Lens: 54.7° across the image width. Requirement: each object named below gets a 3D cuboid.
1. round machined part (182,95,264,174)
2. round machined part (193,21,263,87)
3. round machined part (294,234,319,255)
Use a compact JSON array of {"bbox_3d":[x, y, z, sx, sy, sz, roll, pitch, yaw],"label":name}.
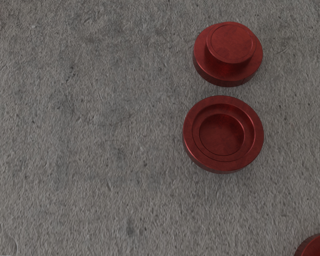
[{"bbox_3d":[0.077,0.011,0.395,0.099,0.042,0.098,0,70,0],"label":"round machined part"},{"bbox_3d":[0.098,-0.111,0.440,0.099,0.042,0.098,0,70,0],"label":"round machined part"},{"bbox_3d":[0.202,0.166,0.340,0.099,0.042,0.098,0,70,0],"label":"round machined part"}]
